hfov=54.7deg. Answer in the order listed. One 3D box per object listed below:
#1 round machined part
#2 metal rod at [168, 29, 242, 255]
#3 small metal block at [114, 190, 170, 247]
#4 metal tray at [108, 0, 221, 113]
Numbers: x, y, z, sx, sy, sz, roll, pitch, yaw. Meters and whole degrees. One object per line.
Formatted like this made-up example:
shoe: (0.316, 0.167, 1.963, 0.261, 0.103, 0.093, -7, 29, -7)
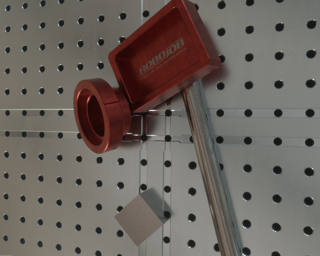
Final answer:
round machined part: (-0.074, -0.018, 0.412, 0.098, 0.042, 0.097, 23, 120, 47)
metal rod: (0.055, 0.017, 0.392, 0.025, 0.025, 0.298, -15, 85, 19)
small metal block: (-0.025, 0.122, 0.420, 0.050, 0.025, 0.050, -44, 77, 14)
metal tray: (0.000, -0.086, 0.387, 0.130, 0.030, 0.090, -29, 77, 34)
